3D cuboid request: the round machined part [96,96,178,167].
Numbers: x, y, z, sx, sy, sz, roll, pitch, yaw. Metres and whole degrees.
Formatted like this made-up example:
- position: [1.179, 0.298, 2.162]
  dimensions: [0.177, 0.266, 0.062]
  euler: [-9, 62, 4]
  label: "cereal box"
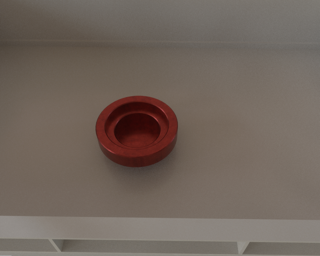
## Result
- position: [-0.028, 0.008, 0.387]
  dimensions: [0.099, 0.042, 0.098]
  euler: [0, 50, 0]
  label: "round machined part"
